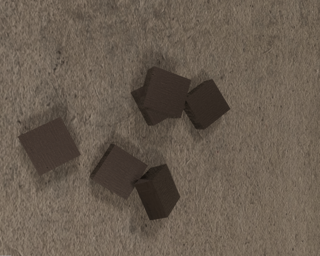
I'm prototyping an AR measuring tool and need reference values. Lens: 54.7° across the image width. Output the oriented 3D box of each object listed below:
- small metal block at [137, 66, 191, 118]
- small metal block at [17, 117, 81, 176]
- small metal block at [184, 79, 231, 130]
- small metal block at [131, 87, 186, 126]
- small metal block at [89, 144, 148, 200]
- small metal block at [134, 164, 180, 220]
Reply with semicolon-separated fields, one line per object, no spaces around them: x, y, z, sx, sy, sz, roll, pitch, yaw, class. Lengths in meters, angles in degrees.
0.005;-0.043;0.385;0.050;0.025;0.050;17;84;-20;small metal block
-0.129;0.020;0.362;0.050;0.025;0.050;-28;100;-18;small metal block
0.062;-0.033;0.433;0.050;0.025;0.050;-37;102;-17;small metal block
-0.002;-0.037;0.409;0.050;0.025;0.050;-30;100;-18;small metal block
-0.052;0.055;0.391;0.050;0.025;0.050;35;78;-17;small metal block
-0.002;0.081;0.395;0.050;0.025;0.050;68;26;-8;small metal block
